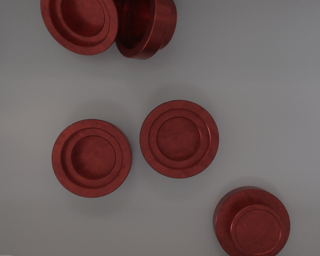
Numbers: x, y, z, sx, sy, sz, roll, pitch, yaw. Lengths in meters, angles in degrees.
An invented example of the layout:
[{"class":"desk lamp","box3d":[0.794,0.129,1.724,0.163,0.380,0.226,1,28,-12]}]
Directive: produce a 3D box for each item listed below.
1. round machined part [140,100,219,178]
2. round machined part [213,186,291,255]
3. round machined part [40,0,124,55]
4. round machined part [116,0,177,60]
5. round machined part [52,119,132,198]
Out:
[{"class":"round machined part","box3d":[0.024,0.014,0.403,0.099,0.042,0.097,0,90,0]},{"class":"round machined part","box3d":[0.122,0.128,0.404,0.099,0.042,0.097,0,90,0]},{"class":"round machined part","box3d":[-0.092,-0.145,0.386,0.098,0.042,0.097,7,127,9]},{"class":"round machined part","box3d":[-0.016,-0.134,0.384,0.042,0.098,0.097,-1,90,-36]},{"class":"round machined part","box3d":[-0.084,0.037,0.402,0.099,0.042,0.097,0,90,0]}]
